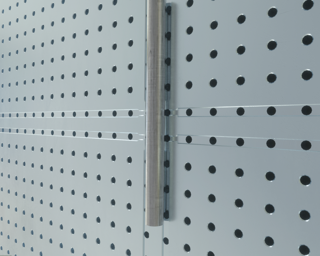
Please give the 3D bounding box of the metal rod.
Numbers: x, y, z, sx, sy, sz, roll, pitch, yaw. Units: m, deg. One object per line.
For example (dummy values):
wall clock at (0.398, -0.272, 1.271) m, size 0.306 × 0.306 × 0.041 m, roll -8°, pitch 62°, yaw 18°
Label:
metal rod at (-0.006, -0.022, 0.412) m, size 0.025 × 0.025 × 0.298 m, roll 1°, pitch 91°, yaw 39°
